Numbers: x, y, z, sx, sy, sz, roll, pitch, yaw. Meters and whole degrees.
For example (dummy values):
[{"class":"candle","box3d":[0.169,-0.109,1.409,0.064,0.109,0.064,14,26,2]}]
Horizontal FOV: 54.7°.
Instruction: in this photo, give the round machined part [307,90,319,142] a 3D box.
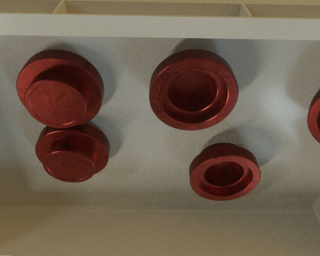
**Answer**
[{"class":"round machined part","box3d":[0.232,-0.018,0.370,0.098,0.042,0.097,17,131,21]}]

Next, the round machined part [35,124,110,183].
[{"class":"round machined part","box3d":[-0.121,0.039,0.425,0.099,0.042,0.097,-1,134,0]}]

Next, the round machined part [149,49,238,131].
[{"class":"round machined part","box3d":[0.037,-0.047,0.359,0.099,0.042,0.097,-1,130,0]}]

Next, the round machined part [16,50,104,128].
[{"class":"round machined part","box3d":[-0.118,-0.038,0.364,0.099,0.042,0.097,-1,130,0]}]

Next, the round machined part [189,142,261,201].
[{"class":"round machined part","box3d":[0.092,0.059,0.450,0.099,0.042,0.097,-1,130,0]}]
